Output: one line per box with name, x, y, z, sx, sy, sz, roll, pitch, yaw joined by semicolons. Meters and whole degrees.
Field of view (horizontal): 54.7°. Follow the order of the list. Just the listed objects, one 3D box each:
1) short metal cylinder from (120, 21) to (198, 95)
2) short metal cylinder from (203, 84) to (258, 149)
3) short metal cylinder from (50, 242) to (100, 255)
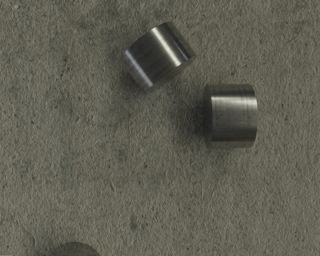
short metal cylinder;-0.001;-0.085;0.382;0.080;0.080;0.050;-36;90;0
short metal cylinder;0.083;-0.014;0.383;0.050;0.080;0.080;-1;90;0
short metal cylinder;-0.116;0.195;0.397;0.081;0.050;0.080;0;90;0
